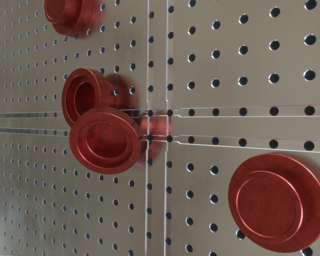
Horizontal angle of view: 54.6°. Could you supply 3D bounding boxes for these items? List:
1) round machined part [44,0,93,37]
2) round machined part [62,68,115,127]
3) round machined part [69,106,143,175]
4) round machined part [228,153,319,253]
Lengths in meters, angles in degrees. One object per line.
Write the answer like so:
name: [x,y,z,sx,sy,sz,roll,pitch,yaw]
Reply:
round machined part: [-0.163,-0.211,0.534,0.098,0.042,0.097,0,90,40]
round machined part: [-0.110,-0.043,0.491,0.098,0.042,0.097,0,90,40]
round machined part: [-0.073,0.014,0.439,0.098,0.042,0.097,2,117,4]
round machined part: [0.111,0.074,0.307,0.098,0.042,0.097,0,90,40]
